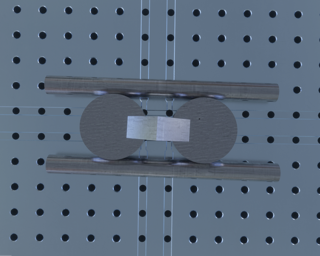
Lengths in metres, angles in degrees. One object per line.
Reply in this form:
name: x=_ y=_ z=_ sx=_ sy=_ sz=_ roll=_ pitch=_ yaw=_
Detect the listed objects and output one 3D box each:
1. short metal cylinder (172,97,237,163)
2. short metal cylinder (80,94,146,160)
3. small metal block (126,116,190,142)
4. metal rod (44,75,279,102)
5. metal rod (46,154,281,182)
short metal cylinder: x=0.053 y=0.003 z=0.398 sx=0.081 sy=0.050 sz=0.079 roll=0 pitch=90 yaw=0
short metal cylinder: x=-0.056 y=-0.002 z=0.397 sx=0.081 sy=0.050 sz=0.079 roll=0 pitch=90 yaw=0
small metal block: x=-0.002 y=0.001 z=0.351 sx=0.050 sy=0.050 sz=0.025 roll=4 pitch=89 yaw=-43
metal rod: x=0.003 y=-0.052 z=0.410 sx=0.302 sy=0.025 sz=0.025 roll=2 pitch=90 yaw=0
metal rod: x=0.005 y=0.053 z=0.410 sx=0.302 sy=0.025 sz=0.025 roll=2 pitch=90 yaw=0
